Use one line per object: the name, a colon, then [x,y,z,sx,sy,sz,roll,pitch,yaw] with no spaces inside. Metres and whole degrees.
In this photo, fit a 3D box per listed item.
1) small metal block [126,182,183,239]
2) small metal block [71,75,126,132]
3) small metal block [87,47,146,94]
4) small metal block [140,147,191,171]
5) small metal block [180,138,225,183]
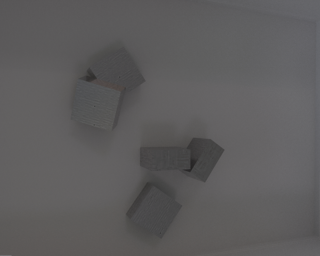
small metal block: [-0.008,0.108,0.408,0.050,0.025,0.050,38,78,-16]
small metal block: [-0.073,-0.029,0.365,0.050,0.025,0.050,17,110,2]
small metal block: [-0.055,-0.066,0.390,0.050,0.025,0.050,-36,102,-16]
small metal block: [0.006,0.039,0.399,0.050,0.050,0.025,0,90,-20]
small metal block: [0.052,0.041,0.416,0.025,0.050,0.050,37,78,-17]
